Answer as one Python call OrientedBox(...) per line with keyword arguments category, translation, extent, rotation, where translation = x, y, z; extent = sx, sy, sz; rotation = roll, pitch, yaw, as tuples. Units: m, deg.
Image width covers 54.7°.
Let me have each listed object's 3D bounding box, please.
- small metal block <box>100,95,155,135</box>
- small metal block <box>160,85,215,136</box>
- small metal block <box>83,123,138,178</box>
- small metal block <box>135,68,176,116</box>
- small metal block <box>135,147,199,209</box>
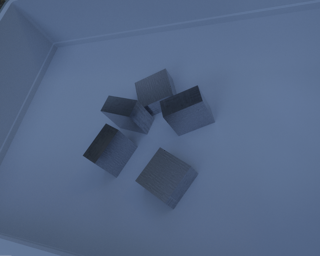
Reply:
OrientedBox(category="small metal block", translation=(-0.044, -0.018, 0.423), extent=(0.050, 0.050, 0.025), rotation=(12, 69, 33))
OrientedBox(category="small metal block", translation=(0.035, -0.020, 0.384), extent=(0.050, 0.050, 0.025), rotation=(-22, 54, 15))
OrientedBox(category="small metal block", translation=(-0.063, 0.030, 0.405), extent=(0.025, 0.050, 0.050), rotation=(25, 75, 37))
OrientedBox(category="small metal block", translation=(-0.005, -0.049, 0.438), extent=(0.050, 0.025, 0.050), rotation=(-23, 53, 14))
OrientedBox(category="small metal block", translation=(0.008, 0.058, 0.366), extent=(0.050, 0.025, 0.050), rotation=(29, 78, 37))
